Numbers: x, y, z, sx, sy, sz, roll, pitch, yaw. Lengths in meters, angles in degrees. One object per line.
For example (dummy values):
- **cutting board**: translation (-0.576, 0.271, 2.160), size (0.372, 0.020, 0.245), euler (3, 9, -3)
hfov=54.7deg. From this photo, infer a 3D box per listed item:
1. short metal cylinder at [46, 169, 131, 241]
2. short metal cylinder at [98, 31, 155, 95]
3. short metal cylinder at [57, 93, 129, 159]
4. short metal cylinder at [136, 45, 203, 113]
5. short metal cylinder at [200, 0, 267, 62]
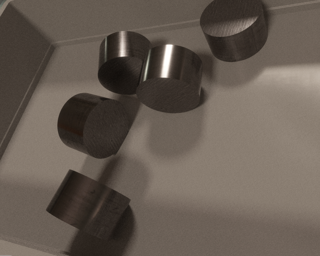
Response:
- **short metal cylinder**: translation (-0.081, 0.088, 0.357), size (0.080, 0.080, 0.050), euler (15, 70, 34)
- **short metal cylinder**: translation (-0.048, -0.093, 0.451), size (0.080, 0.080, 0.050), euler (-16, 55, 18)
- **short metal cylinder**: translation (-0.088, -0.004, 0.417), size (0.050, 0.080, 0.080), euler (16, 70, 34)
- **short metal cylinder**: translation (0.013, -0.061, 0.400), size (0.080, 0.080, 0.050), euler (-5, 60, 25)
- **short metal cylinder**: translation (0.101, -0.137, 0.420), size (0.080, 0.050, 0.080), euler (-13, 56, 20)
